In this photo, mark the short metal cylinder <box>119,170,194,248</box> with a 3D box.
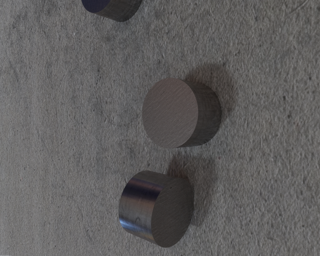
[{"bbox_3d":[-0.003,0.095,0.371,0.050,0.081,0.079,6,94,40],"label":"short metal cylinder"}]

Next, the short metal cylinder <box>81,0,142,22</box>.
[{"bbox_3d":[-0.069,-0.200,0.446,0.080,0.050,0.080,0,90,40],"label":"short metal cylinder"}]

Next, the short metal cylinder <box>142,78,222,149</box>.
[{"bbox_3d":[0.025,-0.017,0.368,0.080,0.050,0.080,0,90,40],"label":"short metal cylinder"}]
